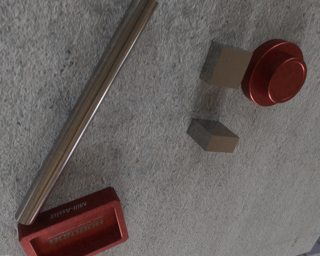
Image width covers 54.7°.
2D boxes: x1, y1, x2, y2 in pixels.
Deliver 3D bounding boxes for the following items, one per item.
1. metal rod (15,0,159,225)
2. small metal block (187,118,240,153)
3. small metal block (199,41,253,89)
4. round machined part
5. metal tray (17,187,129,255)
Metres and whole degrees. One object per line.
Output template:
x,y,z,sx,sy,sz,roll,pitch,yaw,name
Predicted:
-0.090,-0.011,0.351,0.025,0.025,0.299,22,106,-37,metal rod
0.075,0.011,0.440,0.050,0.050,0.025,6,115,-32,small metal block
0.086,-0.081,0.405,0.050,0.025,0.050,3,117,-31,small metal block
0.170,-0.074,0.445,0.099,0.042,0.097,-14,125,-21,round machined part
-0.115,0.144,0.430,0.131,0.030,0.089,-19,126,-18,metal tray
